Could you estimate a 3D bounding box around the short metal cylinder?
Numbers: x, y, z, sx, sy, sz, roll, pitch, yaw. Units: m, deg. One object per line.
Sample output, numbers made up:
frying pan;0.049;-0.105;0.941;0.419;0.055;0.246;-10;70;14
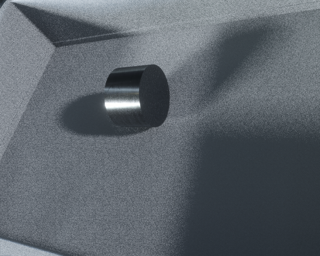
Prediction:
short metal cylinder;-0.028;-0.041;0.406;0.050;0.080;0.080;0;62;28
